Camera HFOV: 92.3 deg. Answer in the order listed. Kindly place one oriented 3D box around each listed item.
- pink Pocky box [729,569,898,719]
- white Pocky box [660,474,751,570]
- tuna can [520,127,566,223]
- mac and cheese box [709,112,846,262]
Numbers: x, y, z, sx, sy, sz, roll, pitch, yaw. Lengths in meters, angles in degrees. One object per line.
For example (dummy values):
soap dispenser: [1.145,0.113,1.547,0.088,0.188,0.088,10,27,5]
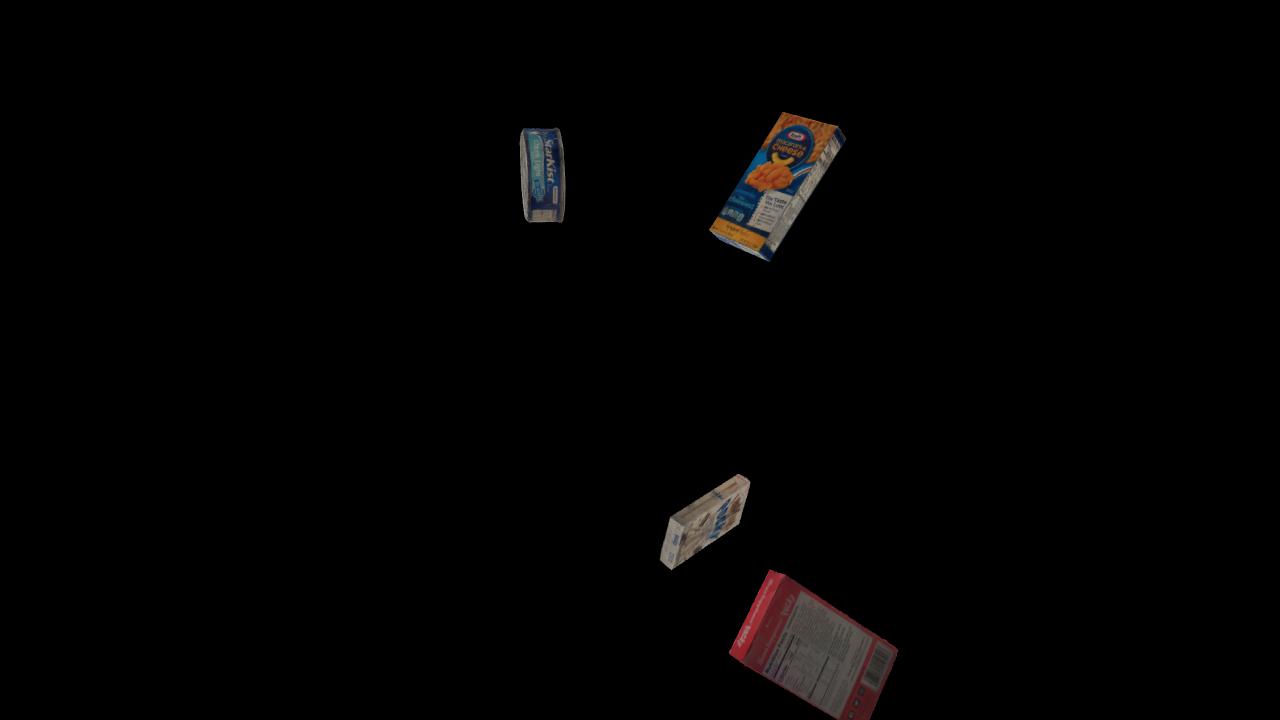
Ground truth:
pink Pocky box: [0.161,0.266,0.563,0.155,0.084,0.029,36,-16,-16]
white Pocky box: [0.093,0.224,0.862,0.154,0.084,0.028,-19,39,-42]
tuna can: [-0.090,-0.169,0.564,0.034,0.084,0.084,-4,1,-14]
mac and cheese box: [0.179,-0.229,0.812,0.093,0.184,0.041,35,6,40]
